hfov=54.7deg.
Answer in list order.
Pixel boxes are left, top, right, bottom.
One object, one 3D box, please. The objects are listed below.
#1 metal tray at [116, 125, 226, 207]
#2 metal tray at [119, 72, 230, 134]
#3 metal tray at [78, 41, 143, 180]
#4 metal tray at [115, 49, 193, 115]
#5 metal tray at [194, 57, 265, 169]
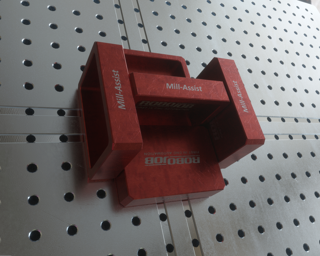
[{"bbox_3d":[0.010,0.043,0.384,0.131,0.030,0.090,1,62,-28],"label":"metal tray"},{"bbox_3d":[0.009,-0.025,0.386,0.131,0.090,0.030,1,62,-28],"label":"metal tray"},{"bbox_3d":[-0.061,-0.018,0.345,0.030,0.090,0.130,1,61,-28],"label":"metal tray"},{"bbox_3d":[-0.017,-0.064,0.436,0.131,0.030,0.090,1,62,-28],"label":"metal tray"},{"bbox_3d":[0.082,-0.019,0.423,0.030,0.090,0.130,1,61,-28],"label":"metal tray"}]
